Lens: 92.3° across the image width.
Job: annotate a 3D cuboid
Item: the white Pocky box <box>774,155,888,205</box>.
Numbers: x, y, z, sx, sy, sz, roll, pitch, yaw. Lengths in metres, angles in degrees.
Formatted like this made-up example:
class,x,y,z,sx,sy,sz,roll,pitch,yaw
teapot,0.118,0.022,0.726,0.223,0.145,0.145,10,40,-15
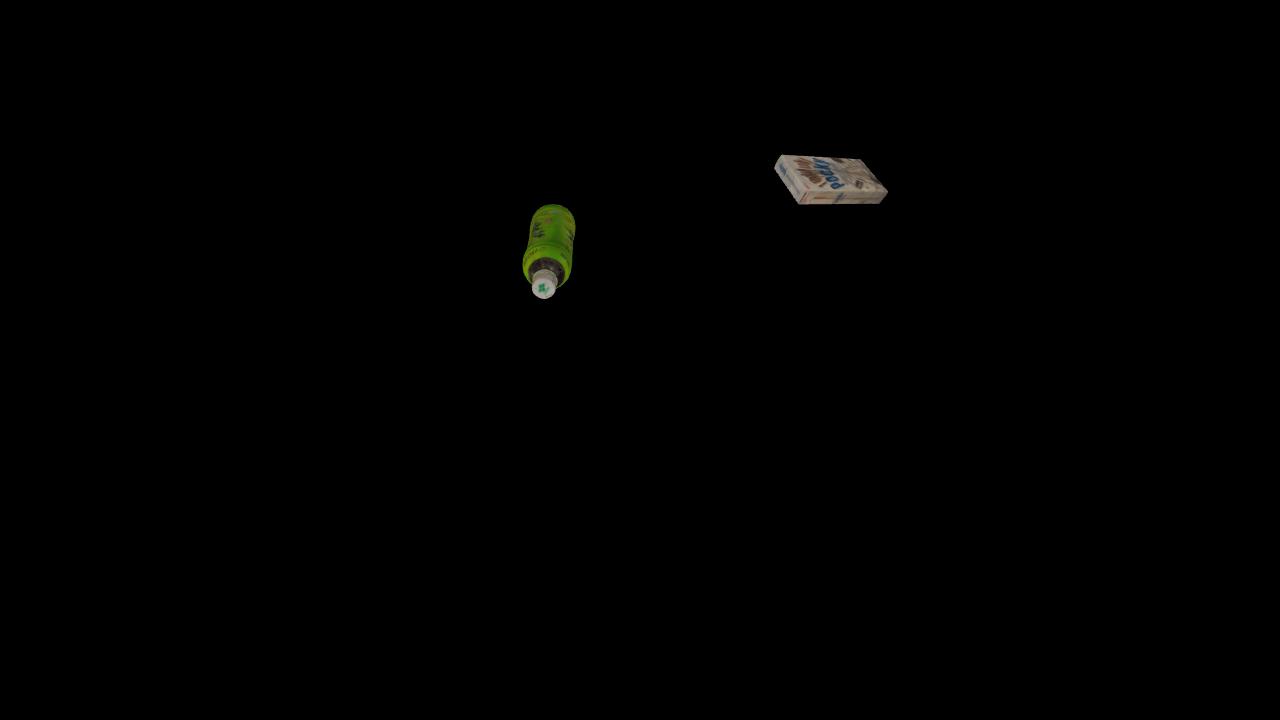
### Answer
class,x,y,z,sx,sy,sz,roll,pitch,yaw
white Pocky box,0.280,-0.263,0.901,0.154,0.084,0.028,-6,-35,-24

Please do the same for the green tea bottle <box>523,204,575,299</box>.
class,x,y,z,sx,sy,sz,roll,pitch,yaw
green tea bottle,-0.129,-0.152,0.878,0.073,0.073,0.212,0,37,-5
